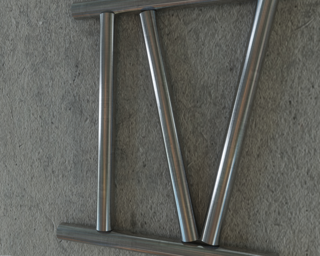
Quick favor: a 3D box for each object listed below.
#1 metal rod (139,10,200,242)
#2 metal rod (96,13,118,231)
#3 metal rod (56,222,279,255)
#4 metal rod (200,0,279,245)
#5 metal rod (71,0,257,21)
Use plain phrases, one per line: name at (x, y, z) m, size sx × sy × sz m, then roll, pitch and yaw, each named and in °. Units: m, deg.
metal rod at (0.012, -0.006, 0.404) m, size 0.025 × 0.025 × 0.298 m, roll -12°, pitch 86°, yaw 19°
metal rod at (-0.074, -0.008, 0.434) m, size 0.025 × 0.025 × 0.298 m, roll 1°, pitch 90°, yaw 19°
metal rod at (-0.004, 0.155, 0.410) m, size 0.301 × 0.025 × 0.025 m, roll 1°, pitch 91°, yaw 19°
metal rod at (0.095, -0.005, 0.376) m, size 0.025 × 0.025 × 0.298 m, roll 14°, pitch 94°, yaw 19°
metal rod at (0.020, -0.167, 0.402) m, size 0.301 × 0.025 × 0.025 m, roll 1°, pitch 91°, yaw 19°
